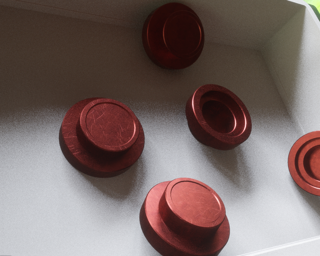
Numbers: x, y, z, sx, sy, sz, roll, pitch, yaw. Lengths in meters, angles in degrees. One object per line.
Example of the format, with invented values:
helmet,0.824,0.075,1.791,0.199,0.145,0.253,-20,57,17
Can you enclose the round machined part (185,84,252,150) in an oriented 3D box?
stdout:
round machined part,0.079,-0.012,0.447,0.099,0.042,0.098,14,56,-21

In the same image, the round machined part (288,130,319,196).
round machined part,0.251,0.054,0.471,0.042,0.098,0.098,12,53,-52

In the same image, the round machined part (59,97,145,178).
round machined part,-0.063,0.005,0.359,0.099,0.042,0.098,14,56,-21

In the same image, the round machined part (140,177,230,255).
round machined part,0.031,0.092,0.334,0.099,0.042,0.098,16,32,-10

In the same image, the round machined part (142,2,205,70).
round machined part,0.026,-0.137,0.464,0.099,0.042,0.097,-4,99,-26
